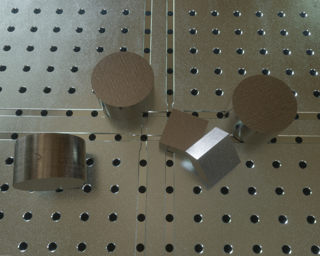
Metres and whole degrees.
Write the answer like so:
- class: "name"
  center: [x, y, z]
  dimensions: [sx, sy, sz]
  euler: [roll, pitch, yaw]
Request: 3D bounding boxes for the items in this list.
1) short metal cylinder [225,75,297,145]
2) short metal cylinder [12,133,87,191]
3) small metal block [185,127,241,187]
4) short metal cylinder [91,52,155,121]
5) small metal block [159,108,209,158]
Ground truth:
- class: "short metal cylinder"
  center: [0.130, -0.023, 0.408]
  dimensions: [0.081, 0.050, 0.080]
  euler: [0, 70, 0]
- class: "short metal cylinder"
  center: [-0.129, 0.043, 0.366]
  dimensions: [0.081, 0.080, 0.050]
  euler: [-6, 70, -2]
- class: "small metal block"
  center: [0.067, 0.036, 0.384]
  dimensions: [0.050, 0.050, 0.025]
  euler: [-37, 33, -13]
- class: "short metal cylinder"
  center: [-0.048, -0.055, 0.418]
  dimensions: [0.081, 0.050, 0.080]
  euler: [0, 70, 0]
- class: "small metal block"
  center: [0.031, 0.008, 0.409]
  dimensions: [0.050, 0.025, 0.050]
  euler: [20, 71, 7]
